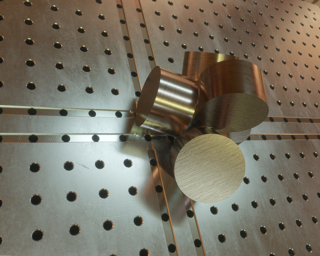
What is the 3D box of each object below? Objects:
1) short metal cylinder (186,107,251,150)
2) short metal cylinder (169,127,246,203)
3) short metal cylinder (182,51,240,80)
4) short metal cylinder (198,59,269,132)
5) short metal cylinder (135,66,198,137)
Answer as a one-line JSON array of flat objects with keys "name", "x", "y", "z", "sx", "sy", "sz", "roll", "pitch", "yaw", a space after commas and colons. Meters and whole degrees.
[{"name": "short metal cylinder", "x": 0.079, "y": -0.004, "z": 0.435, "sx": 0.081, "sy": 0.050, "sz": 0.080, "roll": 13, "pitch": 55, "yaw": -20}, {"name": "short metal cylinder", "x": 0.054, "y": 0.042, "z": 0.368, "sx": 0.081, "sy": 0.050, "sz": 0.079, "roll": -1, "pitch": 98, "yaw": -5}, {"name": "short metal cylinder", "x": 0.072, "y": -0.081, "z": 0.452, "sx": 0.081, "sy": 0.080, "sz": 0.050, "roll": 2, "pitch": 101, "yaw": -27}, {"name": "short metal cylinder", "x": 0.087, "y": -0.037, "z": 0.376, "sx": 0.081, "sy": 0.080, "sz": 0.050, "roll": 16, "pitch": 55, "yaw": -19}, {"name": "short metal cylinder", "x": 0.007, "y": -0.033, "z": 0.396, "sx": 0.050, "sy": 0.080, "sz": 0.080, "roll": 17, "pitch": 55, "yaw": -18}]
